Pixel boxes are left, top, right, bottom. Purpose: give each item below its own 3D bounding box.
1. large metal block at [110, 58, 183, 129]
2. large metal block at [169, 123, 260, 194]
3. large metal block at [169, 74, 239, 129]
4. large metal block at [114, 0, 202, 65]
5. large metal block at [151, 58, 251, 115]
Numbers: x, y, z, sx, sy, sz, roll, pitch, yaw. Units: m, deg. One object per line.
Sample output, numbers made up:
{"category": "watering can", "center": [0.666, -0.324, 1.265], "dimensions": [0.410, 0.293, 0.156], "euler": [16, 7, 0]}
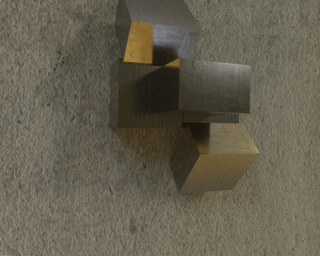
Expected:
{"category": "large metal block", "center": [-0.018, -0.040, 0.389], "dimensions": [0.081, 0.050, 0.079], "euler": [1, 90, -21]}
{"category": "large metal block", "center": [0.066, 0.039, 0.400], "dimensions": [0.081, 0.079, 0.050], "euler": [0, 46, -21]}
{"category": "large metal block", "center": [0.058, -0.040, 0.418], "dimensions": [0.081, 0.050, 0.079], "euler": [1, 90, -21]}
{"category": "large metal block", "center": [-0.006, -0.121, 0.373], "dimensions": [0.081, 0.050, 0.080], "euler": [1, 46, -20]}
{"category": "large metal block", "center": [0.042, -0.041, 0.345], "dimensions": [0.081, 0.080, 0.050], "euler": [1, 90, -20]}
